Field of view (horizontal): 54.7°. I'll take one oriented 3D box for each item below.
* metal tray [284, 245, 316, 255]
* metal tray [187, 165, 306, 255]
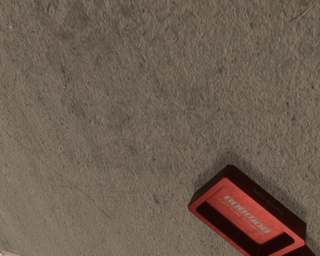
[{"bbox_3d":[0.201,0.229,0.438,0.130,0.030,0.090,49,128,-7],"label":"metal tray"},{"bbox_3d":[0.114,0.119,0.416,0.130,0.030,0.089,39,129,1],"label":"metal tray"}]
